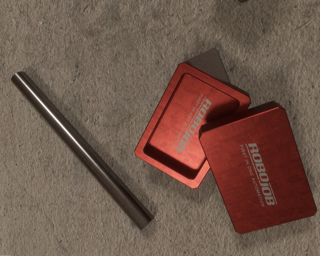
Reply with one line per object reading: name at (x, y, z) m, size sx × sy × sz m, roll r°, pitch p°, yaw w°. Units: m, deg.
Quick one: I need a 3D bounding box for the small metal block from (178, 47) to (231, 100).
small metal block at (0.057, -0.065, 0.388) m, size 0.050 × 0.025 × 0.050 m, roll -22°, pitch 83°, yaw 18°

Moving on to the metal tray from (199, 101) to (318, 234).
metal tray at (0.107, 0.046, 0.341) m, size 0.090 × 0.030 × 0.129 m, roll -20°, pitch 104°, yaw 13°

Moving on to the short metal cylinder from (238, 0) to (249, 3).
short metal cylinder at (0.096, -0.190, 0.346) m, size 0.050 × 0.080 × 0.080 m, roll 44°, pitch 103°, yaw 14°

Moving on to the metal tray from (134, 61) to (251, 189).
metal tray at (0.037, -0.003, 0.373) m, size 0.090 × 0.030 × 0.129 m, roll 30°, pitch 109°, yaw 5°

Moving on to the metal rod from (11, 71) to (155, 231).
metal rod at (-0.119, 0.025, 0.449) m, size 0.300 × 0.025 × 0.025 m, roll 45°, pitch 104°, yaw 14°
